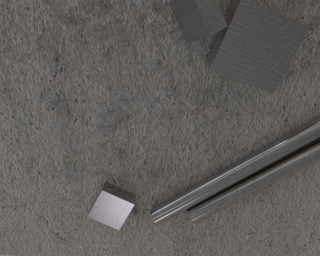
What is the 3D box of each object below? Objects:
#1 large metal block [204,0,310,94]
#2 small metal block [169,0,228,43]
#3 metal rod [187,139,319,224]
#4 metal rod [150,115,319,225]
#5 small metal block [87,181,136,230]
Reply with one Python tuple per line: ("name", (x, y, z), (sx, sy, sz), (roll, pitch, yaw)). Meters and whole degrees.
("large metal block", (0.108, -0.096, 0.362), (0.080, 0.050, 0.079), (20, 109, -8))
("small metal block", (0.042, -0.127, 0.347), (0.025, 0.050, 0.050), (-34, 109, -18))
("metal rod", (0.173, 0.055, 0.431), (0.300, 0.025, 0.025), (-30, 108, 10))
("metal rod", (0.119, 0.055, 0.431), (0.300, 0.025, 0.025), (-31, 107, 10))
("small metal block", (-0.070, 0.113, 0.451), (0.050, 0.025, 0.050), (27, 108, -10))
